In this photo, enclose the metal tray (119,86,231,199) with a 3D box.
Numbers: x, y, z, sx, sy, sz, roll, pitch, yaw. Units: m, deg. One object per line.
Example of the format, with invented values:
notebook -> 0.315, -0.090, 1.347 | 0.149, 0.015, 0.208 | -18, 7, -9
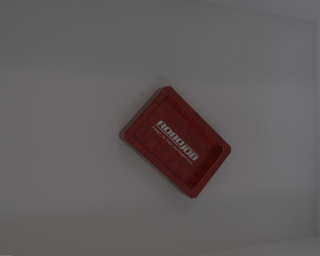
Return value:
metal tray -> 0.023, 0.020, 0.415 | 0.130, 0.030, 0.090 | 44, 76, -15
